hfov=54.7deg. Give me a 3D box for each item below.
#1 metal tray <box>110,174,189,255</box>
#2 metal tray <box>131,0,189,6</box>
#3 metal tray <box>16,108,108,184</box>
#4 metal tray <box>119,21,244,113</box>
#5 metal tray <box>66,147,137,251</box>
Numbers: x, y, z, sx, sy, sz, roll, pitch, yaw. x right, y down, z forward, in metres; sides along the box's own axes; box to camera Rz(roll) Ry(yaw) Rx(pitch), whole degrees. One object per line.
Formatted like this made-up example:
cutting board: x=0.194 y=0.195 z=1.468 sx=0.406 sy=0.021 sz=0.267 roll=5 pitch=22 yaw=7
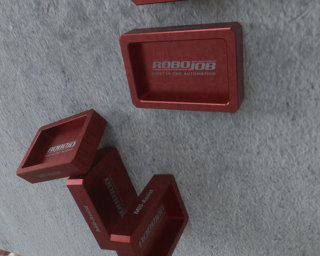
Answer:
metal tray: x=-0.007 y=0.136 z=0.425 sx=0.030 sy=0.131 sz=0.090 roll=-6 pitch=115 yaw=31
metal tray: x=0.008 y=-0.186 z=0.282 sx=0.090 sy=0.030 sz=0.129 roll=5 pitch=121 yaw=25
metal tray: x=-0.144 y=0.028 z=0.453 sx=0.130 sy=0.090 sz=0.030 roll=-15 pitch=136 yaw=33
metal tray: x=0.025 y=-0.066 z=0.348 sx=0.130 sy=0.030 sz=0.089 roll=5 pitch=121 yaw=25
metal tray: x=-0.077 y=0.106 z=0.468 sx=0.030 sy=0.090 sz=0.129 roll=-7 pitch=115 yaw=29
